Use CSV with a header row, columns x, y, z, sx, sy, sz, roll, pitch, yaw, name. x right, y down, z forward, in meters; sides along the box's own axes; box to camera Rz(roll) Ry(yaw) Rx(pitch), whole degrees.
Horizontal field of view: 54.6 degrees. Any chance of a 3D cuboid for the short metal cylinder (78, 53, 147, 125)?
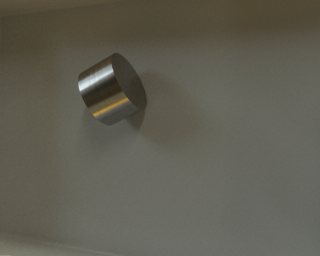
x,y,z,sx,sy,sz,roll,pitch,yaw,name
-0.059,-0.050,0.403,0.050,0.080,0.080,-25,82,18,short metal cylinder
